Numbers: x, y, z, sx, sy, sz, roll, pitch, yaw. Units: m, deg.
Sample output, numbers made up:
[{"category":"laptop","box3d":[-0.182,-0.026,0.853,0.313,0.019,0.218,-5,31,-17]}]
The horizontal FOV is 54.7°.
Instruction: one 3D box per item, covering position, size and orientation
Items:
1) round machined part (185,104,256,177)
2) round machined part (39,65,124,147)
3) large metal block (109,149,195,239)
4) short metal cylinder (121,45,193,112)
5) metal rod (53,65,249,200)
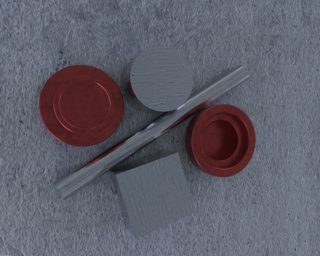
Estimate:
[{"category":"round machined part","box3d":[0.079,0.017,0.430,0.099,0.042,0.097,0,90,-20]},{"category":"round machined part","box3d":[-0.091,-0.026,0.367,0.099,0.042,0.097,0,90,-20]},{"category":"large metal block","box3d":[-0.012,0.079,0.393,0.081,0.050,0.080,-18,96,-19]},{"category":"short metal cylinder","box3d":[-0.005,-0.059,0.394,0.081,0.050,0.079,0,90,-20]},{"category":"metal rod","box3d":[0.001,-0.003,0.411,0.302,0.025,0.025,-33,101,-17]}]
